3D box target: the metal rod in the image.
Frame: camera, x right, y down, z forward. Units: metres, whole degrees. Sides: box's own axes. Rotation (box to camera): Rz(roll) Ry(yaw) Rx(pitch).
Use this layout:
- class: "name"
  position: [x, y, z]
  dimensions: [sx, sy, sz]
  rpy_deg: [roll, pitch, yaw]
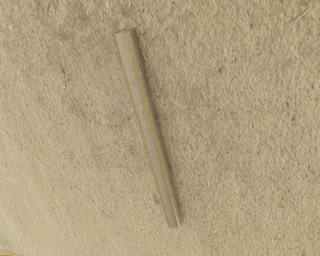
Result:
- class: "metal rod"
  position: [-0.010, 0.018, 0.423]
  dimensions: [0.025, 0.025, 0.298]
  rpy_deg: [0, 119, 28]
